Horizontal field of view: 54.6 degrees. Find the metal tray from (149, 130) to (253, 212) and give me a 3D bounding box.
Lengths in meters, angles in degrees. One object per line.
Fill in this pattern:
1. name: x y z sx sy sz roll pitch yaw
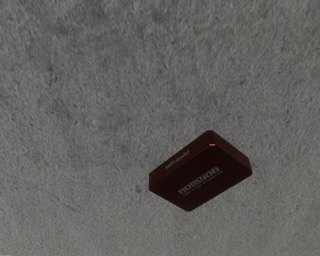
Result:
1. metal tray: 0.057 0.069 0.463 0.090 0.030 0.130 35 122 -26
